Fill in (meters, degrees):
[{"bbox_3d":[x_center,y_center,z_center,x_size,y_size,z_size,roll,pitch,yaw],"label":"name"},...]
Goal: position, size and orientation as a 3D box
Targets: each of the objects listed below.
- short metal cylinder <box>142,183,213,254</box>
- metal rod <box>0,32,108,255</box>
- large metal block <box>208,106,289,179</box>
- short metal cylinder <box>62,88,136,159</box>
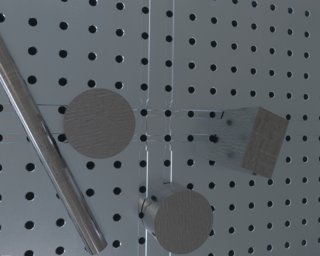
[{"bbox_3d":[0.022,0.117,0.408,0.081,0.050,0.079,0,91,-20],"label":"short metal cylinder"},{"bbox_3d":[-0.137,0.015,0.362,0.025,0.025,0.299,-27,99,-18],"label":"metal rod"},{"bbox_3d":[0.119,0.019,0.428,0.050,0.080,0.080,23,83,-19],"label":"large metal block"},{"bbox_3d":[-0.075,-0.005,0.372,0.081,0.050,0.079,0,90,-20],"label":"short metal cylinder"}]
